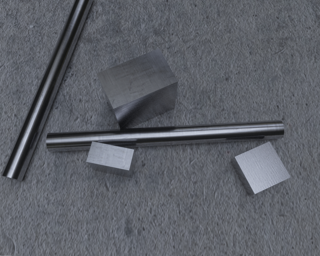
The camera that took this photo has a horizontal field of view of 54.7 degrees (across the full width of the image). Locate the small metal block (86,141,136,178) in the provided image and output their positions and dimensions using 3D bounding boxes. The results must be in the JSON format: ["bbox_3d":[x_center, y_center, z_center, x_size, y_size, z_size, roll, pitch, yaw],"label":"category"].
[{"bbox_3d":[-0.057,0.040,0.380,0.050,0.050,0.025,11,71,3],"label":"small metal block"}]

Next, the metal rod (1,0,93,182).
[{"bbox_3d":[-0.149,-0.074,0.433,0.025,0.025,0.299,13,70,4],"label":"metal rod"}]

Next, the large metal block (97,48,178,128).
[{"bbox_3d":[-0.027,-0.045,0.395,0.080,0.080,0.050,-24,72,-9],"label":"large metal block"}]

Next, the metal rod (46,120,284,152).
[{"bbox_3d":[0.008,0.010,0.404,0.302,0.025,0.025,-3,70,-2],"label":"metal rod"}]

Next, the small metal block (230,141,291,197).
[{"bbox_3d":[0.125,0.052,0.391,0.050,0.025,0.050,-23,72,-8],"label":"small metal block"}]
